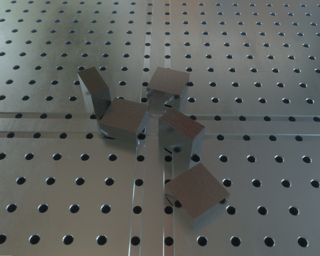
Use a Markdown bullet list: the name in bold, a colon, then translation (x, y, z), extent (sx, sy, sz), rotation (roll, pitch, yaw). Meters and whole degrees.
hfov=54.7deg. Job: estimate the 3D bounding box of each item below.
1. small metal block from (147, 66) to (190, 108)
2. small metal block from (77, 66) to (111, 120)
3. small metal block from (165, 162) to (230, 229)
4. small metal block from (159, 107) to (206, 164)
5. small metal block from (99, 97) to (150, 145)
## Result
- **small metal block**: translation (0.013, -0.061, 0.459), extent (0.050, 0.025, 0.050), rotation (14, 51, 11)
- **small metal block**: translation (-0.090, -0.048, 0.431), extent (0.025, 0.050, 0.050), rotation (-23, 54, -19)
- **small metal block**: translation (0.041, 0.074, 0.346), extent (0.050, 0.025, 0.050), rotation (-28, 56, -22)
- **small metal block**: translation (0.026, 0.010, 0.384), extent (0.050, 0.050, 0.025), rotation (32, 57, 23)
- **small metal block**: translation (-0.046, -0.010, 0.416), extent (0.050, 0.025, 0.050), rotation (14, 51, 11)
